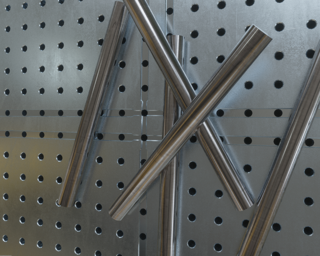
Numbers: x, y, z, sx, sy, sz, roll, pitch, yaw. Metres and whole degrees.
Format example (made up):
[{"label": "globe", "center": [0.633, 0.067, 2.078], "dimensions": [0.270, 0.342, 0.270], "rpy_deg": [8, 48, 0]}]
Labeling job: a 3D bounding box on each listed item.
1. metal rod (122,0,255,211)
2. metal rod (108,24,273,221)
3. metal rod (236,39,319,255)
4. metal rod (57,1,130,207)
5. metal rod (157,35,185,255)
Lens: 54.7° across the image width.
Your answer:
[{"label": "metal rod", "center": [0.033, -0.037, 0.379], "dimensions": [0.025, 0.025, 0.299], "rpy_deg": [-29, 89, 17]}, {"label": "metal rod", "center": [0.020, 0.013, 0.367], "dimensions": [0.025, 0.025, 0.298], "rpy_deg": [44, 117, 14]}, {"label": "metal rod", "center": [0.143, 0.045, 0.361], "dimensions": [0.025, 0.025, 0.298], "rpy_deg": [21, 97, 18]}, {"label": "metal rod", "center": [-0.095, -0.029, 0.444], "dimensions": [0.025, 0.025, 0.298], "rpy_deg": [19, 96, 18]}, {"label": "metal rod", "center": [0.014, 0.031, 0.406], "dimensions": [0.025, 0.025, 0.298], "rpy_deg": [3, 91, 19]}]
